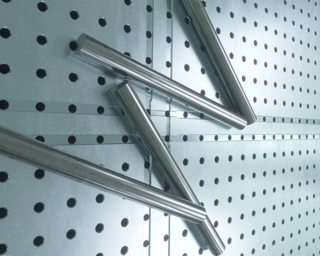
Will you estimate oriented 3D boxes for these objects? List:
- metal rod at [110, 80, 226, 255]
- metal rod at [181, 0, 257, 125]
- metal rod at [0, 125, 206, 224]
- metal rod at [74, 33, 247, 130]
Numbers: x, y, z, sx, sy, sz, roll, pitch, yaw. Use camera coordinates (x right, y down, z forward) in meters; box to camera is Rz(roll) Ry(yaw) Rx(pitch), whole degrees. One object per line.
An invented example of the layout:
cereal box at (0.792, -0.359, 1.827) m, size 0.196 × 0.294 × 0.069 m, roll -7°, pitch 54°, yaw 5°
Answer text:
metal rod at (0.021, 0.069, 0.425) m, size 0.025 × 0.025 × 0.299 m, roll -44°, pitch 117°, yaw -31°
metal rod at (0.081, -0.127, 0.475) m, size 0.025 × 0.025 × 0.299 m, roll -48°, pitch 119°, yaw -29°
metal rod at (-0.059, 0.058, 0.344) m, size 0.301 × 0.025 × 0.025 m, roll 28°, pitch 72°, yaw -32°
metal rod at (0.024, -0.050, 0.427) m, size 0.302 × 0.025 × 0.025 m, roll 20°, pitch 77°, yaw -38°
